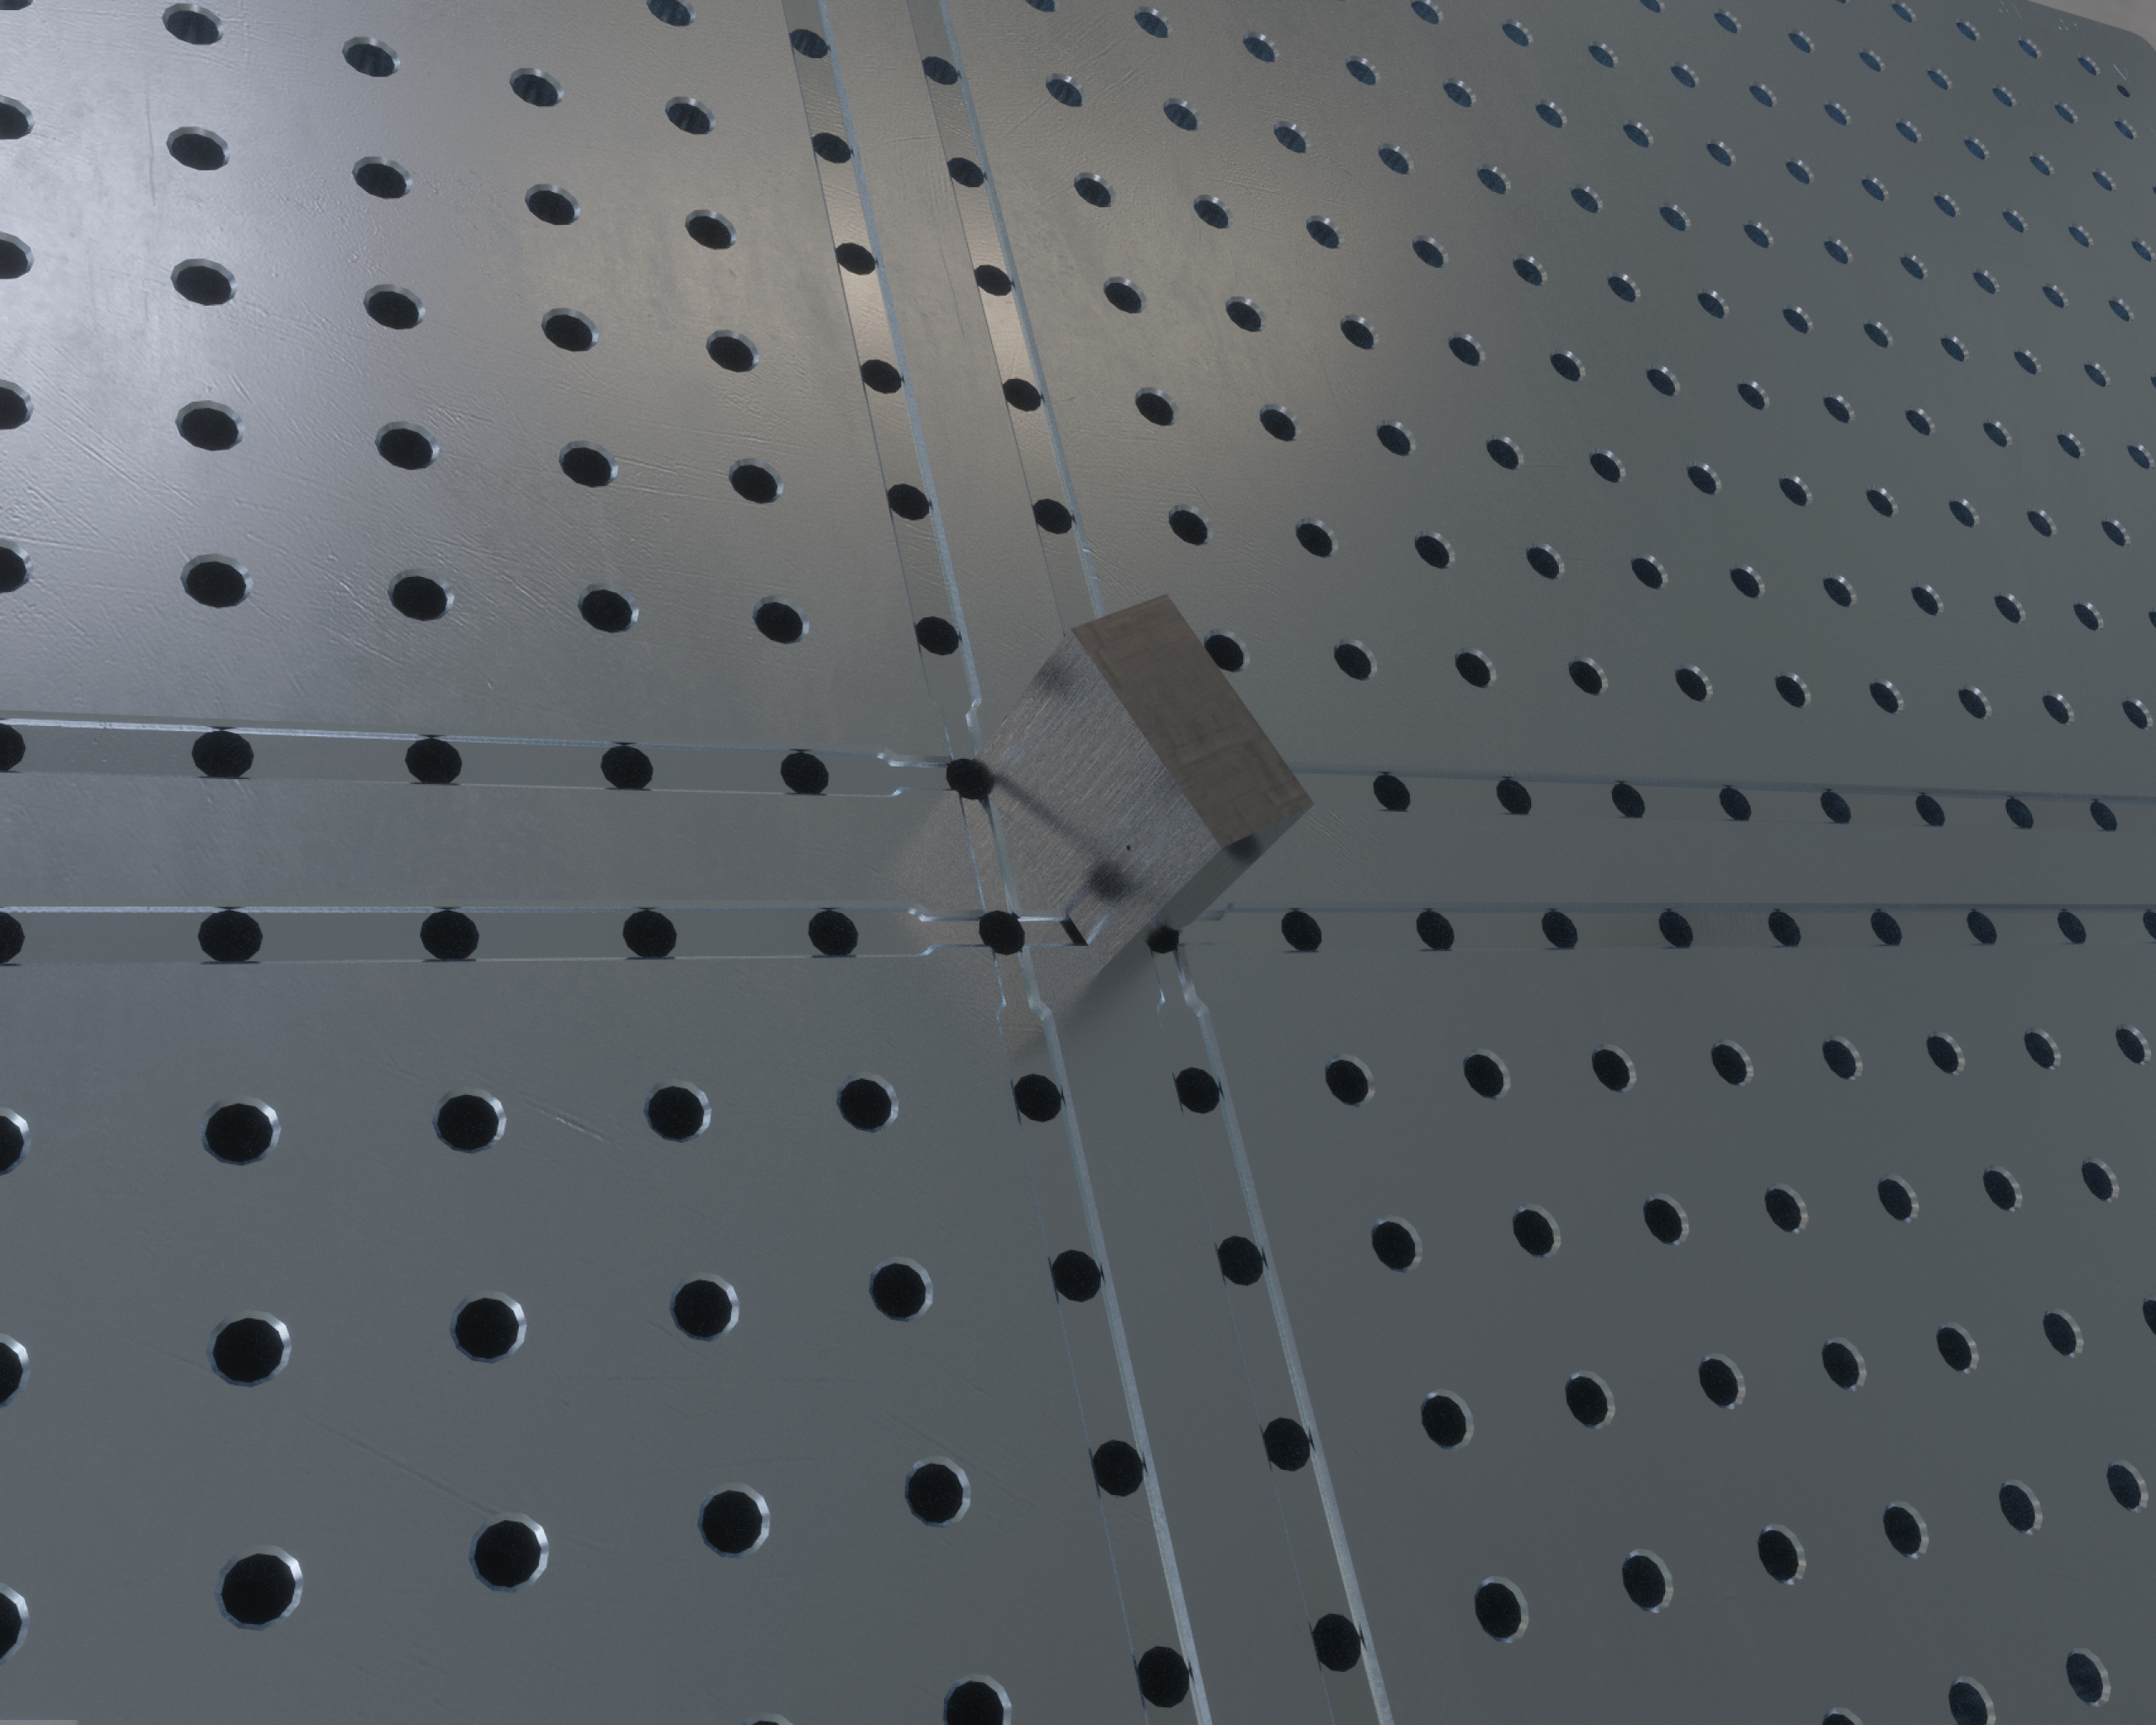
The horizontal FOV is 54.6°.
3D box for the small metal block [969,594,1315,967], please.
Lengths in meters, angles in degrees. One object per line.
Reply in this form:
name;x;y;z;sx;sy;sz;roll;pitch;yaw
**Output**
small metal block;0.011;-0.015;0.407;0.025;0.050;0.050;-25;75;-37
